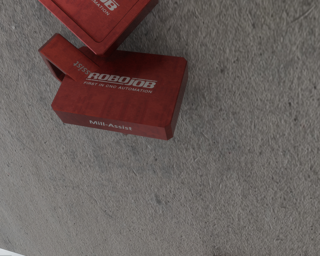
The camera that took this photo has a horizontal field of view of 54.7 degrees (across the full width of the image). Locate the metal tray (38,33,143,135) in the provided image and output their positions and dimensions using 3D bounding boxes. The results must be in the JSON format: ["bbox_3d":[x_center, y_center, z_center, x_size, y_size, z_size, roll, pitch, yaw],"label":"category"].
[{"bbox_3d":[-0.081,-0.049,0.384,0.130,0.030,0.090,39,167,1],"label":"metal tray"}]

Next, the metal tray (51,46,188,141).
[{"bbox_3d":[-0.041,-0.042,0.344,0.131,0.090,0.030,9,153,12],"label":"metal tray"}]

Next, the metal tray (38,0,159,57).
[{"bbox_3d":[-0.077,-0.150,0.323,0.130,0.030,0.090,43,97,-2],"label":"metal tray"}]
